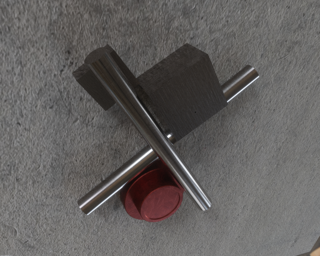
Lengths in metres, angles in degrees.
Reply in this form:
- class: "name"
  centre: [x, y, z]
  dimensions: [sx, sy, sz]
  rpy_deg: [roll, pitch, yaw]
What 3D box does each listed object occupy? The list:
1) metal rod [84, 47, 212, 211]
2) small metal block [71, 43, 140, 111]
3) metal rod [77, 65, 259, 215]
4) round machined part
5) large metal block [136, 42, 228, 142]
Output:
- class: "metal rod"
  centre: [0.004, 0.025, 0.394]
  dimensions: [0.025, 0.025, 0.300]
  rpy_deg: [-38, 130, -3]
- class: "small metal block"
  centre: [-0.060, -0.056, 0.344]
  dimensions: [0.050, 0.025, 0.050]
  rpy_deg: [-40, 130, -1]
- class: "metal rod"
  centre: [0.013, 0.015, 0.428]
  dimensions: [0.301, 0.025, 0.025]
  rpy_deg: [-39, 130, -2]
- class: "round machined part"
  centre: [-0.005, 0.099, 0.457]
  dimensions: [0.099, 0.042, 0.097]
  rpy_deg: [-14, 125, -21]
- class: "large metal block"
  centre: [0.027, -0.044, 0.383]
  dimensions: [0.080, 0.050, 0.080]
  rpy_deg: [-36, 130, -5]
